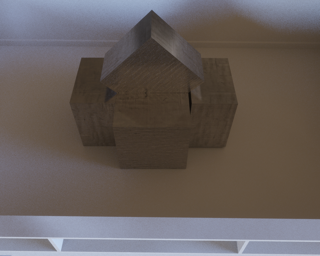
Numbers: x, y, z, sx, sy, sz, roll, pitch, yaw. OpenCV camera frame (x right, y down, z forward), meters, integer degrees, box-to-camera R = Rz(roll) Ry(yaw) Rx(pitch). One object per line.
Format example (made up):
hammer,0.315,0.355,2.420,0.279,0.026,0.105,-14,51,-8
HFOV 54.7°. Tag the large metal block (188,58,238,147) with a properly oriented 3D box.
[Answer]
large metal block,0.059,-0.032,0.392,0.050,0.080,0.080,0,50,0

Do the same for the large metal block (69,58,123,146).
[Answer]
large metal block,-0.074,-0.033,0.395,0.050,0.080,0.080,0,50,0

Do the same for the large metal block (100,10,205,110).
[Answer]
large metal block,-0.008,-0.069,0.352,0.080,0.080,0.050,33,40,-33

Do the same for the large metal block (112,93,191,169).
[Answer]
large metal block,-0.008,0.005,0.363,0.081,0.080,0.050,0,50,0

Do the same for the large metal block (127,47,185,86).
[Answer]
large metal block,-0.008,-0.072,0.428,0.081,0.080,0.050,0,50,0
